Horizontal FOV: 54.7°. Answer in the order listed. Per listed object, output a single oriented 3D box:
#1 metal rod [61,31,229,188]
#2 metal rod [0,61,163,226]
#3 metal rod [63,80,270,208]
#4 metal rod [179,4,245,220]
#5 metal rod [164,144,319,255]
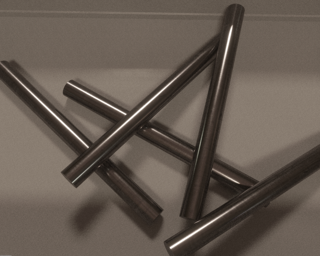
[{"bbox_3d":[-0.001,-0.038,0.401,0.025,0.025,0.301,41,66,13],"label":"metal rod"},{"bbox_3d":[-0.114,0.011,0.404,0.300,0.025,0.025,41,75,13],"label":"metal rod"},{"bbox_3d":[0.004,0.016,0.404,0.301,0.025,0.025,29,72,9],"label":"metal rod"},{"bbox_3d":[0.072,-0.034,0.395,0.025,0.025,0.299,14,70,5],"label":"metal rod"},{"bbox_3d":[0.139,0.064,0.363,0.302,0.025,0.025,-26,72,-19],"label":"metal rod"}]
